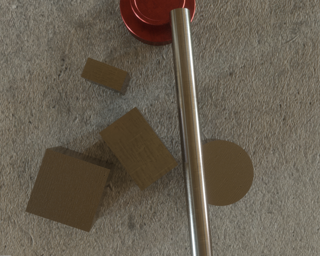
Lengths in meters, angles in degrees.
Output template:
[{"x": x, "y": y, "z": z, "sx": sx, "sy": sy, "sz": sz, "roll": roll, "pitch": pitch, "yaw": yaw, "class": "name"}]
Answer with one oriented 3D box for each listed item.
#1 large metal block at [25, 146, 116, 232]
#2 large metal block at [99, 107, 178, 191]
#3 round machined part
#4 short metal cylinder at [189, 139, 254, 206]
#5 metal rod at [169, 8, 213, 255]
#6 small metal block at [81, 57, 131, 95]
[{"x": -0.111, "y": 0.075, "z": 0.396, "sx": 0.080, "sy": 0.050, "sz": 0.080, "roll": 19, "pitch": 90, "yaw": -1, "class": "large metal block"}, {"x": -0.024, "y": 0.023, "z": 0.382, "sx": 0.050, "sy": 0.080, "sz": 0.080, "roll": -36, "pitch": 90, "yaw": 0, "class": "large metal block"}, {"x": -0.003, "y": -0.160, "z": 0.401, "sx": 0.099, "sy": 0.042, "sz": 0.097, "roll": 0, "pitch": 90, "yaw": -1, "class": "round machined part"}, {"x": 0.073, "y": 0.054, "z": 0.399, "sx": 0.081, "sy": 0.050, "sz": 0.079, "roll": 0, "pitch": 90, "yaw": -1, "class": "short metal cylinder"}, {"x": 0.036, "y": 0.010, "z": 0.361, "sx": 0.025, "sy": 0.025, "sz": 0.298, "roll": -5, "pitch": 87, "yaw": -1, "class": "metal rod"}, {"x": -0.067, "y": -0.065, "z": 0.397, "sx": 0.050, "sy": 0.050, "sz": 0.025, "roll": 20, "pitch": 90, "yaw": -1, "class": "small metal block"}]
